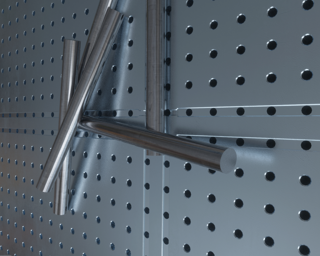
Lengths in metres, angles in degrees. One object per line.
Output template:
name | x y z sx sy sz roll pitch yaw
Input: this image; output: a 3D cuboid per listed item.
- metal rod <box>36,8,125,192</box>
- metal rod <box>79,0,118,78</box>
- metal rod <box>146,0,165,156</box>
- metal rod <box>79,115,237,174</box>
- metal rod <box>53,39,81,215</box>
metal rod | -0.126 -0.037 0.479 0.025 0.025 0.298 30 99 35
metal rod | -0.122 -0.091 0.507 0.025 0.025 0.298 36 112 34
metal rod | -0.006 -0.113 0.412 0.025 0.025 0.298 0 90 39
metal rod | -0.033 0.010 0.403 0.300 0.025 0.025 12 98 48
metal rod | -0.155 0.007 0.512 0.025 0.025 0.298 22 110 37
